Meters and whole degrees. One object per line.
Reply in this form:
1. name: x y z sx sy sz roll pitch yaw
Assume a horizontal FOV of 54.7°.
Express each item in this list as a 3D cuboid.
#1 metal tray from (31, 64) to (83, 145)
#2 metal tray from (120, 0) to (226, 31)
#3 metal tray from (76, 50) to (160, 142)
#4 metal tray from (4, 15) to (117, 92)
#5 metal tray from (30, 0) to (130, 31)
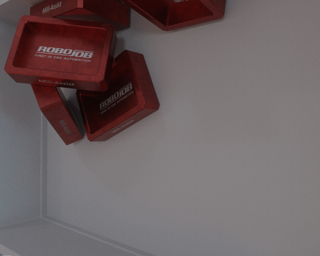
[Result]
1. metal tray: -0.164 -0.038 0.485 0.090 0.030 0.130 61 168 22
2. metal tray: 0.002 -0.154 0.334 0.090 0.131 0.030 1 79 40
3. metal tray: -0.068 -0.043 0.459 0.130 0.030 0.090 -28 72 36
4. metal tray: -0.131 -0.102 0.422 0.131 0.030 0.090 6 72 2
5. metal tray: -0.121 -0.166 0.463 0.130 0.091 0.030 1 89 40
